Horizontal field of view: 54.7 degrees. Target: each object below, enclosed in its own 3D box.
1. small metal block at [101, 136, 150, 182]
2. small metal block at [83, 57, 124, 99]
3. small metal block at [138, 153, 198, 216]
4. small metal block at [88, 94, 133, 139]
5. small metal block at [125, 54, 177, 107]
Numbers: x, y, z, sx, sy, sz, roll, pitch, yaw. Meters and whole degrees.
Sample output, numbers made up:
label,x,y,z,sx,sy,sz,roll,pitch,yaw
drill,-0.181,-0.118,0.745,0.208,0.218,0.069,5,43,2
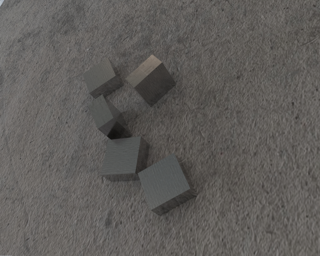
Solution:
label,x,y,z,sx,sy,sz,roll,pitch,yaw
small metal block,-0.044,0.041,0.402,0.050,0.025,0.050,-7,59,24
small metal block,-0.092,-0.079,0.501,0.050,0.025,0.050,-32,52,7
small metal block,0.008,0.065,0.360,0.050,0.025,0.050,-31,52,8
small metal block,-0.069,-0.011,0.431,0.025,0.050,0.050,-35,51,6
small metal block,-0.012,-0.065,0.434,0.050,0.050,0.025,-43,51,-1
